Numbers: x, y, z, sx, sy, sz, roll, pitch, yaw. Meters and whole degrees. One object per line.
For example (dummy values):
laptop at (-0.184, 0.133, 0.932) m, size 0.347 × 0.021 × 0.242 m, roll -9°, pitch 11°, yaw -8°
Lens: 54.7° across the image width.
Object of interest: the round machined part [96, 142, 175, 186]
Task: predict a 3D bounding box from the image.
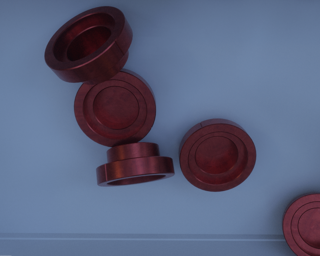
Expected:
round machined part at (-0.033, 0.047, 0.399) m, size 0.099 × 0.098 × 0.042 m, roll -9°, pitch 75°, yaw 3°

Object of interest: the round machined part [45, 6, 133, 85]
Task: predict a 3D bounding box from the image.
round machined part at (-0.075, -0.087, 0.347) m, size 0.098 × 0.098 × 0.042 m, roll -24°, pitch 140°, yaw 8°

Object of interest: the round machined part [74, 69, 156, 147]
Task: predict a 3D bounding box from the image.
round machined part at (-0.054, -0.028, 0.391) m, size 0.099 × 0.042 × 0.097 m, roll 0°, pitch 110°, yaw -1°

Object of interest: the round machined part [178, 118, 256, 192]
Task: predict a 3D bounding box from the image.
round machined part at (0.074, 0.033, 0.415) m, size 0.099 × 0.042 × 0.097 m, roll 0°, pitch 110°, yaw -1°

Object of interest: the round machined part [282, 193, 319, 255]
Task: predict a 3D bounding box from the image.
round machined part at (0.227, 0.141, 0.442) m, size 0.098 × 0.042 × 0.097 m, roll -2°, pitch 83°, yaw 18°
